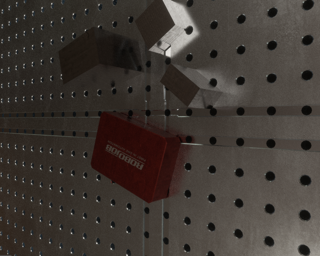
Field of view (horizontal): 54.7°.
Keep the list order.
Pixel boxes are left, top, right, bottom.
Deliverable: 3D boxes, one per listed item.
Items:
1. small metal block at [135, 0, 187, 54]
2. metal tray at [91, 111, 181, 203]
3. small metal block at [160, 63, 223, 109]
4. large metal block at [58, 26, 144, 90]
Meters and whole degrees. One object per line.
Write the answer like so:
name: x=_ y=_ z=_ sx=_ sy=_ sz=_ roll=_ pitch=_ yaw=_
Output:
small metal block: x=0.000 y=-0.135 z=0.407 sx=0.050 sy=0.025 sz=0.050 roll=-36 pitch=68 yaw=34
metal tray: x=-0.039 y=0.036 z=0.437 sx=0.130 sy=0.030 sz=0.089 roll=22 pitch=104 yaw=37
small metal block: x=0.037 y=-0.048 z=0.361 sx=0.050 sy=0.050 sz=0.025 roll=46 pitch=118 yaw=30
large metal block: x=-0.083 y=-0.094 z=0.440 sx=0.080 sy=0.081 sz=0.050 roll=-18 pitch=79 yaw=38
